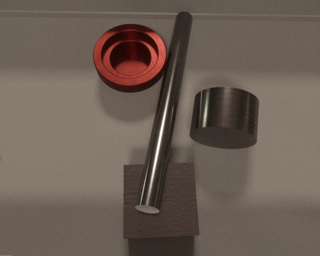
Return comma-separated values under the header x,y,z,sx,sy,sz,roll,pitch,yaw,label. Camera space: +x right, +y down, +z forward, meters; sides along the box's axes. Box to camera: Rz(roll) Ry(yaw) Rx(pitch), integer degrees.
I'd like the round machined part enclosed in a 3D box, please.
x,y,z,sx,sy,sz,roll,pitch,yaw,label
-0.040,-0.093,0.434,0.099,0.042,0.098,0,70,-1,round machined part

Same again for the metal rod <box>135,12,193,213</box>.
x,y,z,sx,sy,sz,roll,pitch,yaw,label
0.012,-0.042,0.393,0.025,0.025,0.300,9,58,3,metal rod

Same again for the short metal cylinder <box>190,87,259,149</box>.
x,y,z,sx,sy,sz,roll,pitch,yaw,label
0.080,-0.010,0.385,0.080,0.080,0.050,9,70,3,short metal cylinder

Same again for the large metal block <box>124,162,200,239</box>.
x,y,z,sx,sy,sz,roll,pitch,yaw,label
0.000,0.087,0.365,0.081,0.050,0.080,-2,70,-1,large metal block
